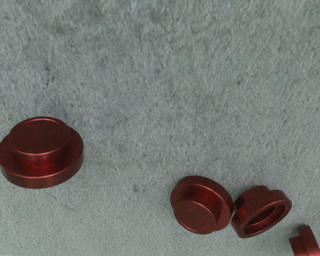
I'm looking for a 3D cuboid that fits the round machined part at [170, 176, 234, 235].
[{"bbox_3d":[0.060,0.125,0.479,0.098,0.042,0.097,14,126,21],"label":"round machined part"}]

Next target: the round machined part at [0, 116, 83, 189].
[{"bbox_3d":[-0.144,0.022,0.377,0.099,0.098,0.042,6,130,-5],"label":"round machined part"}]

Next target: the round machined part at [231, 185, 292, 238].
[{"bbox_3d":[0.156,0.130,0.495,0.099,0.042,0.097,-16,137,-16],"label":"round machined part"}]

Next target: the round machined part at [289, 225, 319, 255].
[{"bbox_3d":[0.266,0.230,0.559,0.042,0.098,0.098,-20,128,15],"label":"round machined part"}]
